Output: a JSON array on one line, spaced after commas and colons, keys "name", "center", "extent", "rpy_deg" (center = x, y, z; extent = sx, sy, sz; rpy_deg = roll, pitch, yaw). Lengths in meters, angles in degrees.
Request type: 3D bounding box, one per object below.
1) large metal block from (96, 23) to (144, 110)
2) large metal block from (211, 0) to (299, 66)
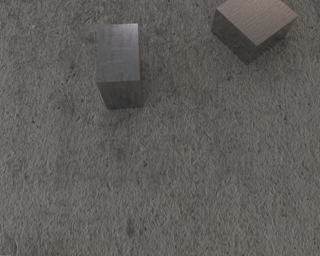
[{"name": "large metal block", "center": [-0.050, -0.078, 0.407], "extent": [0.050, 0.080, 0.080], "rpy_deg": [-3, 70, -1]}, {"name": "large metal block", "center": [0.134, -0.152, 0.451], "extent": [0.080, 0.050, 0.080], "rpy_deg": [-37, 74, -13]}]
